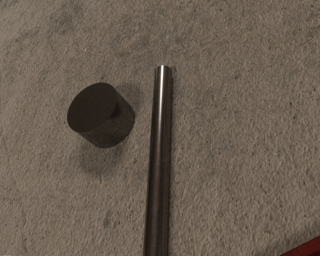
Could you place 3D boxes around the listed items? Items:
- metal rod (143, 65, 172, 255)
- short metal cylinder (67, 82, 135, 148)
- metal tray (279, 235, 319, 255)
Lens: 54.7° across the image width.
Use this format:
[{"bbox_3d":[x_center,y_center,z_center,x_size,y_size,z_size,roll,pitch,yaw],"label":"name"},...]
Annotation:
[{"bbox_3d":[-0.001,0.046,0.374,0.025,0.025,0.299,-11,57,22],"label":"metal rod"},{"bbox_3d":[-0.083,-0.018,0.440,0.080,0.050,0.080,-13,56,20],"label":"short metal cylinder"},{"bbox_3d":[0.107,0.156,0.248,0.130,0.030,0.090,-31,52,8],"label":"metal tray"}]
